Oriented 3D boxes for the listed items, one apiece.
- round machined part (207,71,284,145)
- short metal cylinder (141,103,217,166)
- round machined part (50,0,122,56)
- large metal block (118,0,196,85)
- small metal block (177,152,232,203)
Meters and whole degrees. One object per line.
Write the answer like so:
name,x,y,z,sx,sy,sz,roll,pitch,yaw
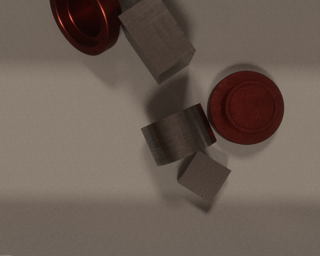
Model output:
round machined part,0.114,-0.027,0.404,0.099,0.042,0.097,0,90,-1
short metal cylinder,0.023,0.008,0.384,0.080,0.080,0.050,-23,90,0
round machined part,-0.086,-0.143,0.384,0.098,0.098,0.042,47,54,-1
large metal block,-0.003,-0.105,0.384,0.050,0.080,0.080,-35,90,0
small metal block,0.058,0.063,0.412,0.050,0.025,0.050,32,90,-1
